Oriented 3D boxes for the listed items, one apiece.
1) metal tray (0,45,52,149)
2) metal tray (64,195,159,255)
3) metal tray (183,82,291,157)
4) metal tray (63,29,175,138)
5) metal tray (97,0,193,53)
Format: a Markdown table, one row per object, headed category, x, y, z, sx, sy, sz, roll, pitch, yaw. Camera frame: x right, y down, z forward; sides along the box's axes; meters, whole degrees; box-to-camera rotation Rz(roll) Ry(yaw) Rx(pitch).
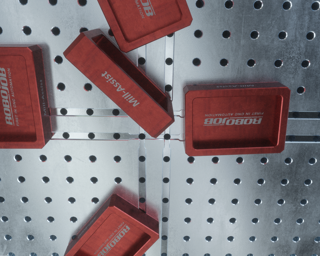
| category | x | y | z | sx | sy | sz | roll | pitch | yaw |
| --- | --- | --- | --- | --- | --- | --- | --- | --- | --- |
| metal tray | -0.194 | -0.038 | 0.393 | 0.091 | 0.030 | 0.129 | 0 | 110 | -1 |
| metal tray | -0.074 | 0.175 | 0.474 | 0.090 | 0.030 | 0.130 | 37 | 106 | -13 |
| metal tray | 0.097 | -0.011 | 0.407 | 0.131 | 0.030 | 0.089 | -2 | 110 | 0 |
| metal tray | -0.040 | -0.055 | 0.358 | 0.030 | 0.090 | 0.130 | -43 | 105 | 14 |
| metal tray | -0.028 | -0.163 | 0.350 | 0.090 | 0.030 | 0.129 | -22 | 109 | 7 |
